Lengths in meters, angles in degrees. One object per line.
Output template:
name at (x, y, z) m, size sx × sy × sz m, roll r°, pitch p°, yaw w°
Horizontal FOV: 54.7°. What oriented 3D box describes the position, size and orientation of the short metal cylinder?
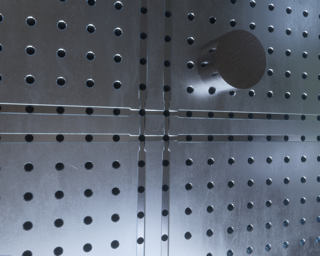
short metal cylinder at (0.101, -0.092, 0.438) m, size 0.081 × 0.050 × 0.079 m, roll 0°, pitch 90°, yaw -21°
